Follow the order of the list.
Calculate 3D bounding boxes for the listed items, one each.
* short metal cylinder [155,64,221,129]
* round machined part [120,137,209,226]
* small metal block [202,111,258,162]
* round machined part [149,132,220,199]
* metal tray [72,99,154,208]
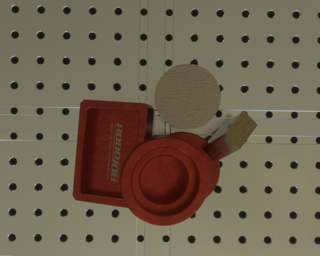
[{"bbox_3d":[0.034,-0.038,0.401,0.081,0.050,0.079,0,90,-1],"label":"short metal cylinder"},{"bbox_3d":[0.003,0.058,0.357,0.099,0.042,0.097,0,92,-11],"label":"round machined part"},{"bbox_3d":[0.088,0.011,0.392,0.025,0.050,0.050,47,55,0],"label":"small metal block"},{"bbox_3d":[0.030,0.054,0.404,0.099,0.042,0.097,0,90,-1],"label":"round machined part"},{"bbox_3d":[-0.060,0.031,0.399,0.090,0.030,0.129,5,90,14],"label":"metal tray"}]
